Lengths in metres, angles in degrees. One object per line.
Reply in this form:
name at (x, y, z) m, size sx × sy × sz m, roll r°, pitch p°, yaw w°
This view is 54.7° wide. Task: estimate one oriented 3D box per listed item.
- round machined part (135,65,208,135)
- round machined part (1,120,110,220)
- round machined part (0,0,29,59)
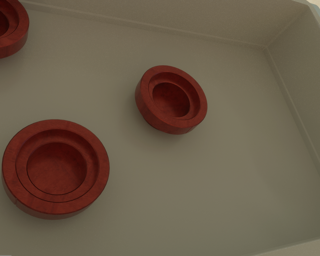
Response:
round machined part at (0.012, -0.034, 0.421) m, size 0.099 × 0.042 × 0.098 m, roll 14°, pitch 56°, yaw -21°
round machined part at (-0.105, 0.044, 0.312) m, size 0.099 × 0.042 × 0.098 m, roll 14°, pitch 56°, yaw -21°
round machined part at (-0.205, -0.116, 0.355) m, size 0.099 × 0.042 × 0.098 m, roll 14°, pitch 56°, yaw -21°
